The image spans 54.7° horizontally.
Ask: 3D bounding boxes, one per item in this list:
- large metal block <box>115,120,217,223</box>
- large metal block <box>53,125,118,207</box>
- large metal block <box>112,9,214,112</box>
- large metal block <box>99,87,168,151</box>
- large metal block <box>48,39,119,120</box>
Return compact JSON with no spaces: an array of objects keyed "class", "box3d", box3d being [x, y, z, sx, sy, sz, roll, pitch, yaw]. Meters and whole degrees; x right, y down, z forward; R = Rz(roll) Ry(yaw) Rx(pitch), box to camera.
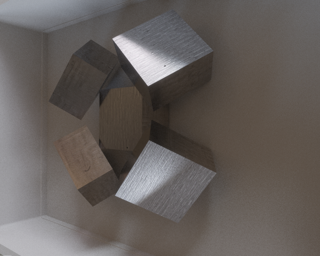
[{"class":"large metal block","box3d":[0.006,0.050,0.355,0.080,0.050,0.080,27,113,-11]},{"class":"large metal block","box3d":[-0.102,0.056,0.446,0.080,0.050,0.080,53,165,26]},{"class":"large metal block","box3d":[0.004,-0.079,0.358,0.080,0.050,0.080,-30,63,-11]},{"class":"large metal block","box3d":[-0.036,-0.012,0.417,0.080,0.050,0.080,1,91,40]},{"class":"large metal block","box3d":[-0.106,-0.071,0.446,0.050,0.080,0.080,31,117,-11]}]
